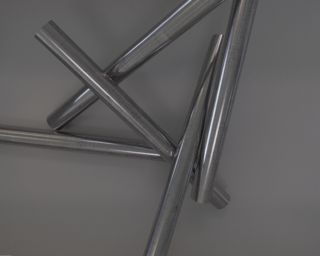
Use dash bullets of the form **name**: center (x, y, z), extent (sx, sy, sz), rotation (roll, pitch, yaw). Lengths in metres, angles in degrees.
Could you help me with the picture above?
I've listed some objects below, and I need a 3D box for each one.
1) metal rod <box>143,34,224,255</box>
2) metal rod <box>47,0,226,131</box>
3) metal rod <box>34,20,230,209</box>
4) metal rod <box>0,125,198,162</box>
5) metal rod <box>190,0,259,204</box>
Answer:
- **metal rod**: center (0.030, 0.031, 0.358), extent (0.025, 0.025, 0.299), rotation (18, 80, 0)
- **metal rod**: center (-0.027, -0.079, 0.344), extent (0.299, 0.025, 0.025), rotation (-32, 90, 27)
- **metal rod**: center (-0.017, -0.001, 0.363), extent (0.025, 0.025, 0.300), rotation (-45, 110, 0)
- **metal rod**: center (-0.101, 0.021, 0.410), extent (0.302, 0.025, 0.025), rotation (6, 90, 0)
- **metal rod**: center (0.073, -0.055, 0.332), extent (0.025, 0.025, 0.298), rotation (10, 107, 0)
